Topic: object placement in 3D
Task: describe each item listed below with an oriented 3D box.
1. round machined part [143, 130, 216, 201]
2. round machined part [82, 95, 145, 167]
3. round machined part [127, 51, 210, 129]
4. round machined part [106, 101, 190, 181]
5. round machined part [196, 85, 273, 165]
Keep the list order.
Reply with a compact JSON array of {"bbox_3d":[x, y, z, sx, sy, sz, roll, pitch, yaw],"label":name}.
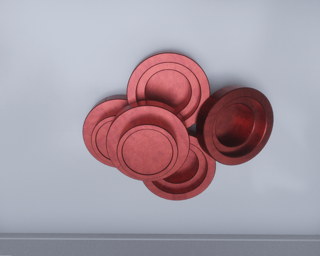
[{"bbox_3d":[0.023,0.045,0.417,0.099,0.042,0.097,0,110,-1],"label":"round machined part"},{"bbox_3d":[-0.051,0.009,0.401,0.099,0.042,0.097,0,110,-1],"label":"round machined part"},{"bbox_3d":[0.010,-0.046,0.384,0.099,0.042,0.097,0,110,-1],"label":"round machined part"},{"bbox_3d":[-0.014,0.020,0.361,0.099,0.042,0.097,0,110,-1],"label":"round machined part"},{"bbox_3d":[0.088,-0.006,0.388,0.099,0.042,0.097,-7,109,-20],"label":"round machined part"}]
